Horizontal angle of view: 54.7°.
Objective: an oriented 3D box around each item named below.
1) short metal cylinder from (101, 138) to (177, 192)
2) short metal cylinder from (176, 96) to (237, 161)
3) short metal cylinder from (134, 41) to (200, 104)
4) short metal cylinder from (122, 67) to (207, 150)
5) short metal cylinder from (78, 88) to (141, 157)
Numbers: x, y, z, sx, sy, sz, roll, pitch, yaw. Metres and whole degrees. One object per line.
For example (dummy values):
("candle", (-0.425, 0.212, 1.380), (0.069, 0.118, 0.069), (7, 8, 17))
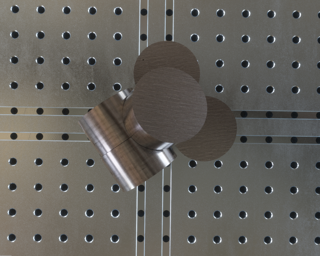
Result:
("short metal cylinder", (-0.026, 0.036, 0.385), (0.080, 0.080, 0.050), (-34, 90, 0))
("short metal cylinder", (0.053, 0.001, 0.401), (0.081, 0.050, 0.079), (0, 90, -1))
("short metal cylinder", (0.008, -0.066, 0.400), (0.081, 0.050, 0.079), (0, 90, -1))
("short metal cylinder", (0.004, -0.019, 0.337), (0.081, 0.050, 0.080), (4, 77, -17))
("short metal cylinder", (-0.053, -0.007, 0.385), (0.080, 0.080, 0.050), (-34, 90, 0))
